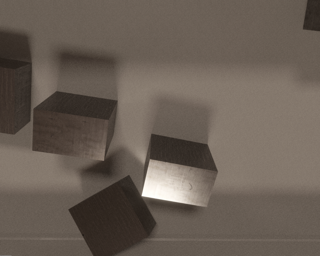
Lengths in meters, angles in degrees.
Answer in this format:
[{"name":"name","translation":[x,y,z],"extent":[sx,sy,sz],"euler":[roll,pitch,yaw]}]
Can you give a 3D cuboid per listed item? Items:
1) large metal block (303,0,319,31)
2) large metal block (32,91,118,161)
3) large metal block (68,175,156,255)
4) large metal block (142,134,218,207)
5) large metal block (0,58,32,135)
[{"name":"large metal block","translation":[0.217,-0.131,0.337],"extent":[0.081,0.080,0.050],"euler":[1,110,-1]},{"name":"large metal block","translation":[-0.100,-0.005,0.379],"extent":[0.081,0.080,0.050],"euler":[9,110,-4]},{"name":"large metal block","translation":[-0.064,0.123,0.429],"extent":[0.080,0.050,0.080],"euler":[-30,86,10]},{"name":"large metal block","translation":[0.023,0.052,0.402],"extent":[0.081,0.080,0.050],"euler":[11,110,-5]},{"name":"large metal block","translation":[-0.208,-0.043,0.379],"extent":[0.081,0.050,0.079],"euler":[9,110,-4]}]
